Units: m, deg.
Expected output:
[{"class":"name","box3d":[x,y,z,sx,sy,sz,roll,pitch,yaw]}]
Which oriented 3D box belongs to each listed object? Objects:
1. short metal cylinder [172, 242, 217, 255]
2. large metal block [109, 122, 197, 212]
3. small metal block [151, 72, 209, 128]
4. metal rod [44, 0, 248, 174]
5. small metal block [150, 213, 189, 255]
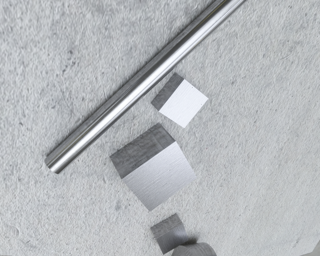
[{"class":"short metal cylinder","box3d":[0.063,0.253,0.562,0.050,0.080,0.079,5,116,-31]},{"class":"large metal block","box3d":[-0.008,0.053,0.420,0.080,0.050,0.080,-35,129,-5]},{"class":"small metal block","box3d":[0.025,-0.035,0.399,0.050,0.025,0.050,32,101,-38]},{"class":"metal rod","box3d":[-0.016,-0.056,0.363,0.300,0.025,0.025,-43,130,1]},{"class":"small metal block","box3d":[0.017,0.181,0.528,0.050,0.025,0.050,-26,128,-12]}]
